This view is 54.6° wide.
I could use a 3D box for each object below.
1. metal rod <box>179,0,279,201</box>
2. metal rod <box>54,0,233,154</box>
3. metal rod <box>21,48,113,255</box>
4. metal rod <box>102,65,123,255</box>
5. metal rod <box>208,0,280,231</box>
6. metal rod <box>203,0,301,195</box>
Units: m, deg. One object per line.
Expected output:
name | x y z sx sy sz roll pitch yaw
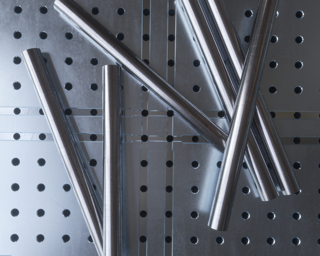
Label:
metal rod | 0.090 -0.046 0.413 0.025 0.025 0.299 -22 90 0
metal rod | -0.019 -0.070 0.413 0.300 0.025 0.025 41 90 0
metal rod | -0.118 0.038 0.412 0.025 0.025 0.299 -21 90 0
metal rod | -0.061 0.068 0.398 0.025 0.025 0.299 -1 84 0
metal rod | 0.105 -0.021 0.387 0.025 0.025 0.299 13 90 0
metal rod | 0.119 -0.054 0.414 0.025 0.025 0.299 -22 90 0
